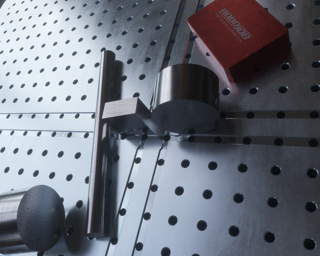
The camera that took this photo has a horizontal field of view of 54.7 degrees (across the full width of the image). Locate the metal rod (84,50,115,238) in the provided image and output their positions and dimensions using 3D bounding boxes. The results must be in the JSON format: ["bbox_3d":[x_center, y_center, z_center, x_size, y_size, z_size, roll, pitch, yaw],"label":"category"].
[{"bbox_3d":[-0.083,0.002,0.450,0.025,0.025,0.299,-15,55,19],"label":"metal rod"}]

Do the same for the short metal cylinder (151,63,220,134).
[{"bbox_3d":[0.032,-0.033,0.376,0.080,0.080,0.050,-9,58,24],"label":"short metal cylinder"}]

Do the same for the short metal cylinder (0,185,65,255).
[{"bbox_3d":[-0.167,0.115,0.390,0.050,0.080,0.080,-14,56,21],"label":"short metal cylinder"}]

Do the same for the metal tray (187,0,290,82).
[{"bbox_3d":[0.105,-0.134,0.433,0.090,0.030,0.130,-31,52,8],"label":"metal tray"}]

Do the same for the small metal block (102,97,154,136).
[{"bbox_3d":[-0.042,-0.015,0.423,0.050,0.050,0.025,-8,58,24],"label":"small metal block"}]
